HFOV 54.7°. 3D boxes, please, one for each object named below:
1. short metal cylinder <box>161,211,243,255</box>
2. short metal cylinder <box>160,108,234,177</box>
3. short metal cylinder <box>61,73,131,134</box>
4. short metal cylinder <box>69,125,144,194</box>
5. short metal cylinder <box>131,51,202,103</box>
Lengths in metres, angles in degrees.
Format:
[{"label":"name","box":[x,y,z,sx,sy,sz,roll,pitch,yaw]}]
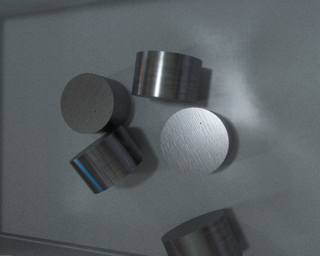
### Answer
[{"label":"short metal cylinder","box":[0.048,0.138,0.364,0.080,0.080,0.050,-26,82,18]},{"label":"short metal cylinder","box":[0.047,0.016,0.380,0.080,0.050,0.079,0,90,19]},{"label":"short metal cylinder","box":[-0.087,-0.032,0.427,0.080,0.050,0.079,0,90,19]},{"label":"short metal cylinder","box":[-0.067,0.039,0.398,0.080,0.080,0.050,-33,99,17]},{"label":"short metal cylinder","box":[0.008,-0.060,0.378,0.080,0.080,0.050,8,93,19]}]
